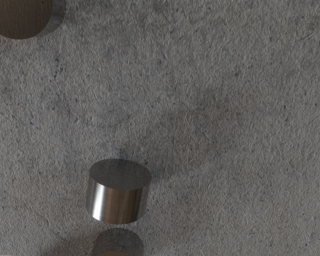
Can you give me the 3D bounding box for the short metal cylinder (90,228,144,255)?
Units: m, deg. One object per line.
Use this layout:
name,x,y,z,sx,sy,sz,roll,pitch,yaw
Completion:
short metal cylinder,-0.065,0.201,0.470,0.081,0.050,0.079,0,110,0

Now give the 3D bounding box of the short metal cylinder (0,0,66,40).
short metal cylinder,-0.152,-0.141,0.343,0.081,0.050,0.079,0,110,0

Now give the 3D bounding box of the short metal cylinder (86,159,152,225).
short metal cylinder,-0.055,0.081,0.410,0.081,0.080,0.050,10,110,-4
